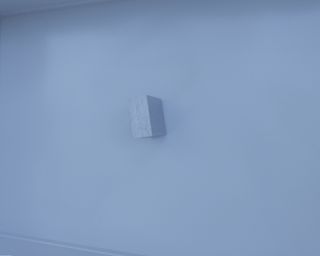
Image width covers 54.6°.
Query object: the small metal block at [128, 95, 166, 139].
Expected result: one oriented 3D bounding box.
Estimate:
[{"bbox_3d":[-0.016,-0.013,0.399,0.025,0.050,0.050,-9,86,20],"label":"small metal block"}]
